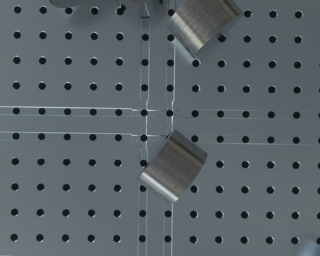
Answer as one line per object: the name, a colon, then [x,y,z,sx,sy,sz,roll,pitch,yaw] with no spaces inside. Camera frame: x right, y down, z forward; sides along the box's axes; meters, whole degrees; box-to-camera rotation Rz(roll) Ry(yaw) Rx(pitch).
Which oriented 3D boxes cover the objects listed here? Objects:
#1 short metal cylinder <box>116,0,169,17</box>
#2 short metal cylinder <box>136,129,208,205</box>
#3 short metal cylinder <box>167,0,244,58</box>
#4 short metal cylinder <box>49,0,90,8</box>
short metal cylinder: [-0.024,-0.192,0.400,0.081,0.050,0.079,0,90,0]
short metal cylinder: [0.014,0.048,0.386,0.050,0.080,0.080,37,90,0]
short metal cylinder: [0.056,-0.133,0.386,0.080,0.080,0.050,-40,90,0]
short metal cylinder: [-0.112,-0.195,0.385,0.080,0.080,0.050,-28,90,0]
